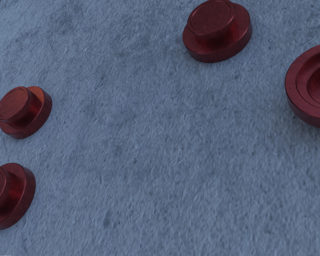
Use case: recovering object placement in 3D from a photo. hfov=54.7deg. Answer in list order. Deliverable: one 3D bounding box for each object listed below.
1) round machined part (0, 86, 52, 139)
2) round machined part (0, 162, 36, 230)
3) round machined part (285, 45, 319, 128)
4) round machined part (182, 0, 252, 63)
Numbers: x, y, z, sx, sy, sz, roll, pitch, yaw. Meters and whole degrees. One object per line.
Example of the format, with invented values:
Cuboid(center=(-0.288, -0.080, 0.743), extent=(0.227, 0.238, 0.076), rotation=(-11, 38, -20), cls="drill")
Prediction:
Cuboid(center=(-0.241, -0.033, 0.537), extent=(0.098, 0.042, 0.098), rotation=(-13, 56, 20), cls="round machined part")
Cuboid(center=(-0.237, 0.096, 0.456), extent=(0.098, 0.042, 0.098), rotation=(-13, 56, 20), cls="round machined part")
Cuboid(center=(0.184, -0.040, 0.321), extent=(0.098, 0.042, 0.098), rotation=(-13, 56, 20), cls="round machined part")
Cuboid(center=(0.077, -0.144, 0.440), extent=(0.098, 0.042, 0.098), rotation=(-13, 56, 20), cls="round machined part")
